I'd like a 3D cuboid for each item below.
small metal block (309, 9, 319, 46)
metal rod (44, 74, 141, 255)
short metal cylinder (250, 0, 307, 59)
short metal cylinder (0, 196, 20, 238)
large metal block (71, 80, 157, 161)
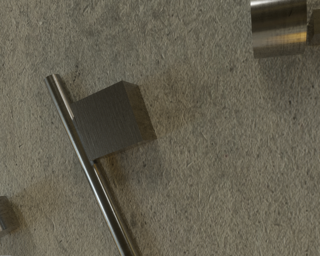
[{"bbox_3d":[0.188,-0.109,0.330,0.050,0.050,0.025,-2,90,19],"label":"small metal block"},{"bbox_3d":[-0.097,0.058,0.441,0.025,0.025,0.299,-29,81,17],"label":"metal rod"},{"bbox_3d":[0.127,-0.118,0.335,0.050,0.080,0.079,-2,89,20],"label":"short metal cylinder"},{"bbox_3d":[-0.264,0.146,0.471,0.080,0.080,0.050,-34,79,16],"label":"short metal cylinder"},{"bbox_3d":[-0.061,-0.008,0.416,0.080,0.050,0.080,-21,83,18],"label":"large metal block"}]
